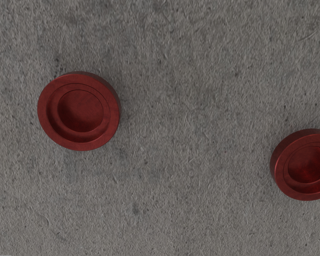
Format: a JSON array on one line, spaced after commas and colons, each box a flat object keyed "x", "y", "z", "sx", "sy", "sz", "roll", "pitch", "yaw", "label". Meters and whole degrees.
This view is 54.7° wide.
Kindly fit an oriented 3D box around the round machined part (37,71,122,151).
[{"x": -0.098, "y": -0.023, "z": 0.391, "sx": 0.099, "sy": 0.042, "sz": 0.097, "roll": 0, "pitch": 110, "yaw": 0, "label": "round machined part"}]

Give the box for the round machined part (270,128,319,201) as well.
[{"x": 0.198, "y": 0.046, "z": 0.419, "sx": 0.099, "sy": 0.042, "sz": 0.097, "roll": 0, "pitch": 110, "yaw": 0, "label": "round machined part"}]
